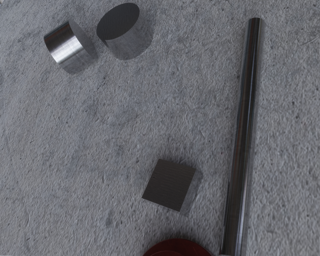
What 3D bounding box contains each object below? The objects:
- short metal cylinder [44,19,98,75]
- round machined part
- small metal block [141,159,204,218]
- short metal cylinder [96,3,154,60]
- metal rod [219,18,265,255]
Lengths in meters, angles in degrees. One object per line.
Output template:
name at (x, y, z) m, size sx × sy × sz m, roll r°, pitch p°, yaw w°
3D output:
short metal cylinder at (-0.151, -0.139, 0.534) m, size 0.050 × 0.080 × 0.080 m, roll -30°, pitch 52°, yaw 9°
round machined part at (0.013, 0.154, 0.291) m, size 0.098 × 0.042 × 0.098 m, roll -13°, pitch 56°, yaw 21°
small metal block at (0.015, 0.068, 0.355) m, size 0.050 × 0.025 × 0.050 m, roll 12°, pitch 68°, yaw 33°
short metal cylinder at (-0.058, -0.160, 0.517) m, size 0.080 × 0.050 × 0.080 m, roll -13°, pitch 56°, yaw 21°
metal rod at (0.099, -0.009, 0.357) m, size 0.025 × 0.025 × 0.300 m, roll -1°, pitch 61°, yaw 27°
